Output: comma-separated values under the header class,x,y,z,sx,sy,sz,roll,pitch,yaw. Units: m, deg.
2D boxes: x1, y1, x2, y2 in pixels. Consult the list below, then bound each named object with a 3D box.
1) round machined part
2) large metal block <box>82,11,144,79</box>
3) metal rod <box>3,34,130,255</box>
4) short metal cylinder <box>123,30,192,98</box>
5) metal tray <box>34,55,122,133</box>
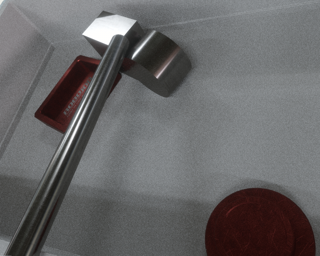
class,x,y,z,sx,sy,sz,roll,pitch,yaw
round machined part,0.088,0.102,0.285,0.098,0.042,0.098,-13,56,20
large metal block,-0.058,-0.125,0.476,0.080,0.080,0.050,30,79,37
metal rod,-0.083,0.003,0.321,0.025,0.025,0.300,-5,49,25
short metal cylinder,-0.004,-0.087,0.424,0.080,0.080,0.050,32,80,37
metal tray,-0.133,-0.053,0.502,0.090,0.030,0.130,22,73,35
